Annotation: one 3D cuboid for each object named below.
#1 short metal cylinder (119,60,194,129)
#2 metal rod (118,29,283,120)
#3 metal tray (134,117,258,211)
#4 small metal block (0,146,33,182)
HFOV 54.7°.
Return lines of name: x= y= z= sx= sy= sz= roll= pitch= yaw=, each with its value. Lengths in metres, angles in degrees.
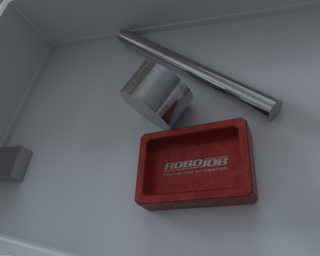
short metal cylinder: x=-0.004 y=-0.040 z=0.396 sx=0.080 sy=0.080 sz=0.050 roll=30 pitch=78 yaw=37
metal rod: x=0.034 y=-0.089 z=0.441 sx=0.025 sy=0.025 sz=0.300 roll=-49 pitch=52 yaw=-7
metal tray: x=0.039 y=0.043 z=0.354 sx=0.130 sy=0.030 sz=0.090 roll=-10 pitch=57 yaw=22
small metal block: x=-0.237 y=0.057 z=0.492 sx=0.050 sy=0.025 sz=0.050 roll=-4 pitch=60 yaw=25
